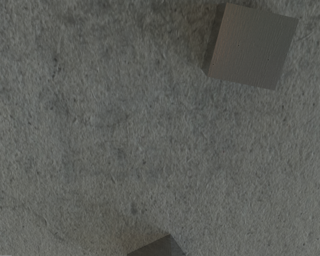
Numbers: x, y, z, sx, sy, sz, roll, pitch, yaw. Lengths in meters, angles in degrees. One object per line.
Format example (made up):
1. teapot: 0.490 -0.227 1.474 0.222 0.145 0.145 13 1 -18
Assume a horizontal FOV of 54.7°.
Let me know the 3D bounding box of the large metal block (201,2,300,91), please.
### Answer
1. large metal block: 0.101 -0.096 0.363 0.081 0.050 0.079 11 110 -5

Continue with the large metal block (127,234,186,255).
1. large metal block: -0.006 0.218 0.461 0.080 0.080 0.050 -28 108 9
